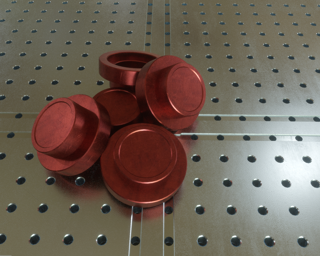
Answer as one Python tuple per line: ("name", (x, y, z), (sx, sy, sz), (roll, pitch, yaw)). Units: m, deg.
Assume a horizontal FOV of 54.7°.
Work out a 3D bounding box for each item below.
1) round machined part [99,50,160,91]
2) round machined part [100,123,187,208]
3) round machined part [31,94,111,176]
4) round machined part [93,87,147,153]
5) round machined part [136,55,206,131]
("round machined part", (-0.038, -0.078, 0.447), (0.099, 0.042, 0.098), (5, 29, -2))
("round machined part", (-0.018, 0.036, 0.350), (0.099, 0.042, 0.098), (3, 61, -6))
("round machined part", (-0.110, 0.003, 0.361), (0.098, 0.042, 0.098), (-13, 61, 26))
("round machined part", (-0.056, -0.016, 0.408), (0.099, 0.042, 0.098), (0, 50, 0))
("round machined part", (0.021, -0.046, 0.397), (0.042, 0.098, 0.098), (-9, 33, 50))
